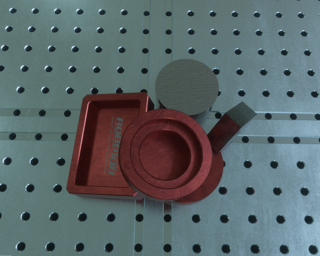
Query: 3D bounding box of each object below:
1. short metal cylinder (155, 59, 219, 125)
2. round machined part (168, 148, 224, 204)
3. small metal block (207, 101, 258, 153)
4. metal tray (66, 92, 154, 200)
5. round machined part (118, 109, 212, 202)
[{"bbox_3d":[0.034,-0.045,0.415,0.081,0.050,0.080,0,70,0],"label":"short metal cylinder"},{"bbox_3d":[0.030,0.044,0.386,0.099,0.042,0.098,0,70,-1],"label":"round machined part"},{"bbox_3d":[0.089,-0.001,0.390,0.025,0.050,0.050,45,41,14],"label":"small metal block"},{"bbox_3d":[-0.059,0.021,0.389,0.090,0.030,0.130,-1,69,15],"label":"metal tray"},{"bbox_3d":[0.003,0.031,0.341,0.099,0.042,0.098,3,71,-10],"label":"round machined part"}]
